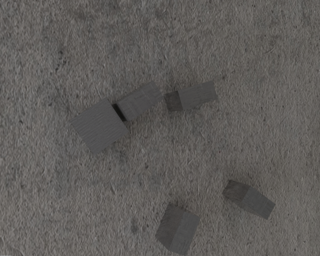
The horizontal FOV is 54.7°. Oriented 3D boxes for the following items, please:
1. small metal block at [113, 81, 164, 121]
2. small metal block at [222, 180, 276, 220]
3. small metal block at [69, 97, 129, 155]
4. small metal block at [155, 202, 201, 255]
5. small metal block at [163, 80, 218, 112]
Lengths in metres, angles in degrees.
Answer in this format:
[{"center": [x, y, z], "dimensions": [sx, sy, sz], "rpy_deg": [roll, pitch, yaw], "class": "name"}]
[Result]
[{"center": [-0.030, -0.032, 0.385], "dimensions": [0.050, 0.050, 0.025], "rpy_deg": [-35, 102, -17], "class": "small metal block"}, {"center": [0.125, 0.101, 0.442], "dimensions": [0.050, 0.050, 0.025], "rpy_deg": [36, 79, -17], "class": "small metal block"}, {"center": [-0.075, -0.002, 0.381], "dimensions": [0.050, 0.025, 0.050], "rpy_deg": [-36, 102, -17], "class": "small metal block"}, {"center": [0.022, 0.130, 0.404], "dimensions": [0.025, 0.050, 0.050], "rpy_deg": [26, 82, -18], "class": "small metal block"}, {"center": [0.039, -0.041, 0.410], "dimensions": [0.050, 0.050, 0.025], "rpy_deg": [-19, 97, -19], "class": "small metal block"}]
